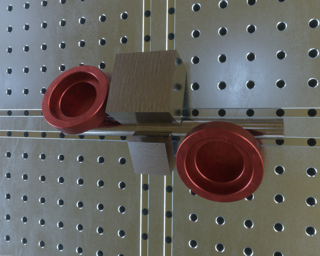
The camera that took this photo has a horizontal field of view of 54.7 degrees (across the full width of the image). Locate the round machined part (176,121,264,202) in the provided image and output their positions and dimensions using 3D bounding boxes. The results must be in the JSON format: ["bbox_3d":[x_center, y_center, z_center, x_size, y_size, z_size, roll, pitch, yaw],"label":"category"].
[{"bbox_3d":[0.071,0.036,0.365,0.098,0.042,0.097,8,118,16],"label":"round machined part"}]

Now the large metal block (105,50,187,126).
[{"bbox_3d":[-0.015,-0.049,0.393,0.080,0.050,0.080,1,72,20],"label":"large metal block"}]

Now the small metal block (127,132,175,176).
[{"bbox_3d":[-0.010,0.034,0.406,0.050,0.025,0.050,1,119,20],"label":"small metal block"}]

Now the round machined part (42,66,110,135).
[{"bbox_3d":[-0.108,-0.035,0.428,0.098,0.042,0.098,-8,62,15],"label":"round machined part"}]

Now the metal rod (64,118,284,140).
[{"bbox_3d":[0.002,0.000,0.412,0.301,0.025,0.025,1,90,19],"label":"metal rod"}]
